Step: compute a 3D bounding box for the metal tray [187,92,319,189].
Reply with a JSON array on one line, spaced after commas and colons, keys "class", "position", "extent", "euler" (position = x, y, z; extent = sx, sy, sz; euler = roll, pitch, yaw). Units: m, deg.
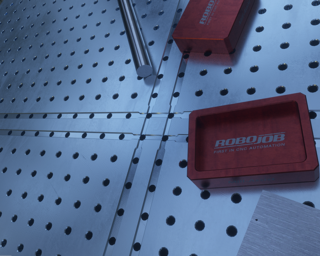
[{"class": "metal tray", "position": [0.097, 0.016, 0.343], "extent": [0.130, 0.030, 0.090], "euler": [-9, 58, 23]}]

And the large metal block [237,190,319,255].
[{"class": "large metal block", "position": [0.116, 0.110, 0.263], "extent": [0.080, 0.050, 0.080], "euler": [17, 70, 34]}]

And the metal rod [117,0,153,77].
[{"class": "metal rod", "position": [-0.057, -0.203, 0.560], "extent": [0.025, 0.025, 0.299], "euler": [-25, 53, 12]}]

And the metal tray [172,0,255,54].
[{"class": "metal tray", "position": [0.084, -0.174, 0.467], "extent": [0.090, 0.030, 0.130], "euler": [13, 68, 33]}]
